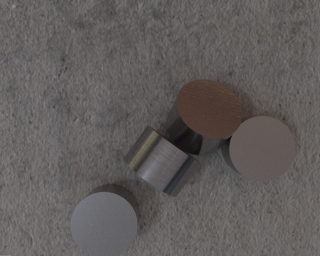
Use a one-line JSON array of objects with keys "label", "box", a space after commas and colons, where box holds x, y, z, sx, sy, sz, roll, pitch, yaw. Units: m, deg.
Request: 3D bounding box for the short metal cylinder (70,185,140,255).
[{"label": "short metal cylinder", "box": [-0.067, 0.116, 0.397, 0.081, 0.050, 0.079, 0, 90, -1]}]

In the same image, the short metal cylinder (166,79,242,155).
[{"label": "short metal cylinder", "box": [0.053, -0.013, 0.381, 0.081, 0.050, 0.080, 6, 61, -11]}]

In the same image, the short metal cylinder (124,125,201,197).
[{"label": "short metal cylinder", "box": [0.003, 0.040, 0.382, 0.080, 0.080, 0.050, 35, 91, -1]}]

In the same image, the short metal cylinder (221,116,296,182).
[{"label": "short metal cylinder", "box": [0.124, 0.025, 0.399, 0.081, 0.050, 0.079, 0, 90, -1]}]
